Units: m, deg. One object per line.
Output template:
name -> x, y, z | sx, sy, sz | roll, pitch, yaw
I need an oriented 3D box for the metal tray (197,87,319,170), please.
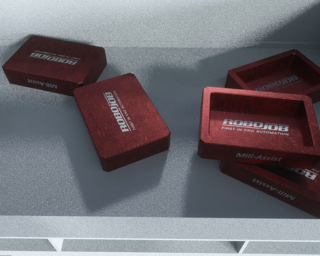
metal tray -> 0.113, -0.003, 0.364 | 0.131, 0.030, 0.090 | 6, 50, 5

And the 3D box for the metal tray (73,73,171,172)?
metal tray -> -0.053, -0.013, 0.413 | 0.091, 0.030, 0.130 | -20, 53, -16

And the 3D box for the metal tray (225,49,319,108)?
metal tray -> 0.175, -0.065, 0.456 | 0.131, 0.030, 0.090 | -20, 53, -16

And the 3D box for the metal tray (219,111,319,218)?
metal tray -> 0.149, 0.038, 0.370 | 0.130, 0.030, 0.090 | 24, 54, 19

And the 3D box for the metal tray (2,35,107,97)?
metal tray -> -0.160, -0.098, 0.483 | 0.131, 0.030, 0.090 | 12, 51, 10
